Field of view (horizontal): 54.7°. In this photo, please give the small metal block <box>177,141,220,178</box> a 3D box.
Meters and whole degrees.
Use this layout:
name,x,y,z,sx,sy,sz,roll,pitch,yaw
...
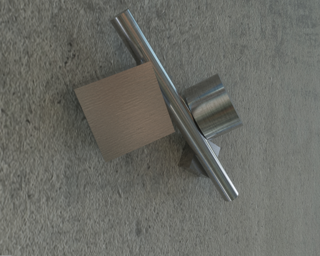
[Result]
name,x,y,z,sx,sy,sz,roll,pitch,yaw
small metal block,0.058,0.042,0.458,0.050,0.025,0.050,31,71,-36

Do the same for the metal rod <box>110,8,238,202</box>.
name,x,y,z,sx,sy,sz,roll,pitch,yaw
metal rod,0.031,-0.012,0.402,0.025,0.025,0.299,-49,119,-29

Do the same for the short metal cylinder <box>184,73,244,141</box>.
name,x,y,z,sx,sy,sz,roll,pitch,yaw
short metal cylinder,0.075,-0.029,0.429,0.080,0.050,0.080,56,18,-27

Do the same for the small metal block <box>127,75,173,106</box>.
name,x,y,z,sx,sy,sz,roll,pitch,yaw
small metal block,-0.014,-0.049,0.396,0.050,0.025,0.050,16,80,-39

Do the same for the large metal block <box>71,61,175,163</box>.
name,x,y,z,sx,sy,sz,roll,pitch,yaw
large metal block,-0.040,-0.021,0.336,0.081,0.050,0.080,-24,107,-13
